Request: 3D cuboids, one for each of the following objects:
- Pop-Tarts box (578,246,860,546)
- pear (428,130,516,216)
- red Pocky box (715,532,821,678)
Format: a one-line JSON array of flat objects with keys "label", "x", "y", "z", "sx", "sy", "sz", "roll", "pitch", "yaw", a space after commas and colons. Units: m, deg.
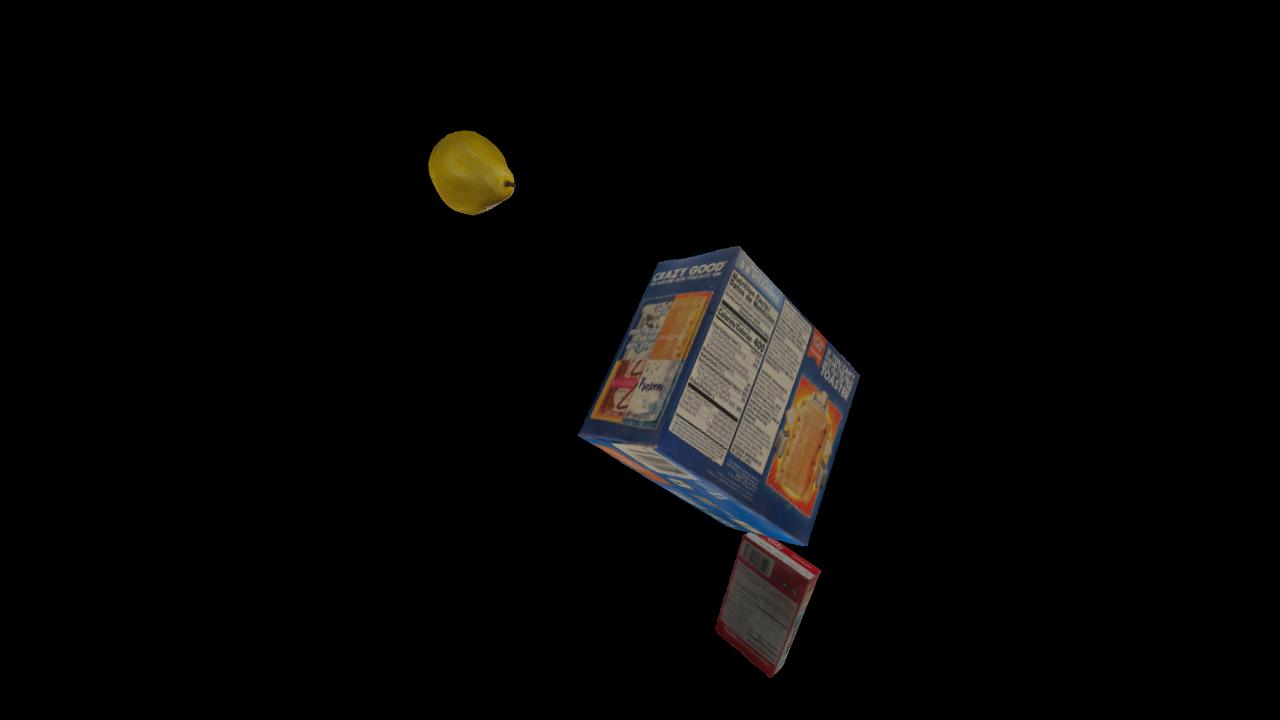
[{"label": "Pop-Tarts box", "x": 0.064, "y": 0.030, "z": 0.433, "sx": 0.167, "sy": 0.141, "sz": 0.083, "roll": 37, "pitch": -22, "yaw": -35}, {"label": "pear", "x": -0.148, "y": -0.174, "z": 0.593, "sx": 0.111, "sy": 0.080, "sz": 0.080, "roll": 28, "pitch": 14, "yaw": 27}, {"label": "red Pocky box", "x": 0.134, "y": 0.262, "z": 0.665, "sx": 0.083, "sy": 0.155, "sz": 0.028, "roll": 30, "pitch": 35, "yaw": 33}]
